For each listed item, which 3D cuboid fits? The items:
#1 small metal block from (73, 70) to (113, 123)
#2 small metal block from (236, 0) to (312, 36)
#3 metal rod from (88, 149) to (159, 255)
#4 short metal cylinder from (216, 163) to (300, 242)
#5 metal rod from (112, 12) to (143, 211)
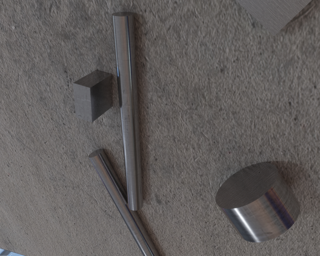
[{"bbox_3d":[-0.087,-0.043,0.410,0.025,0.050,0.050,18,125,18],"label":"small metal block"},{"bbox_3d":[0.105,-0.121,0.277,0.050,0.025,0.050,43,129,-2],"label":"small metal block"},{"bbox_3d":[-0.043,0.168,0.533,0.025,0.025,0.299,-11,113,33],"label":"metal rod"},{"bbox_3d":[0.114,0.086,0.364,0.080,0.080,0.050,-27,104,37],"label":"short metal cylinder"},{"bbox_3d":[-0.041,-0.002,0.427,0.025,0.025,0.298,13,124,21],"label":"metal rod"}]
